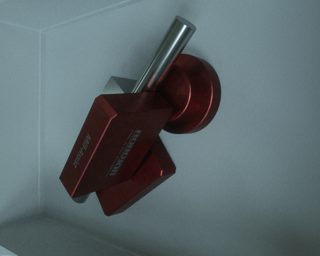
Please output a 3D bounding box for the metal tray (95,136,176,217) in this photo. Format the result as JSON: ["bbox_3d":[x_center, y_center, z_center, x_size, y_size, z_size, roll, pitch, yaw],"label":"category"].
[{"bbox_3d":[-0.047,0.056,0.438,0.129,0.030,0.090,-42,65,31],"label":"metal tray"}]

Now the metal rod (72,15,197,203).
[{"bbox_3d":[-0.048,-0.002,0.391,0.025,0.025,0.298,52,124,27],"label":"metal rod"}]

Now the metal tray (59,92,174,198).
[{"bbox_3d":[-0.050,0.019,0.353,0.030,0.091,0.129,49,125,25],"label":"metal tray"}]

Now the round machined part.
[{"bbox_3d":[0.020,-0.041,0.375,0.098,0.042,0.097,0,90,39],"label":"round machined part"}]

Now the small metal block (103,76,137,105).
[{"bbox_3d":[-0.041,-0.042,0.420,0.025,0.050,0.050,-52,60,27],"label":"small metal block"}]
